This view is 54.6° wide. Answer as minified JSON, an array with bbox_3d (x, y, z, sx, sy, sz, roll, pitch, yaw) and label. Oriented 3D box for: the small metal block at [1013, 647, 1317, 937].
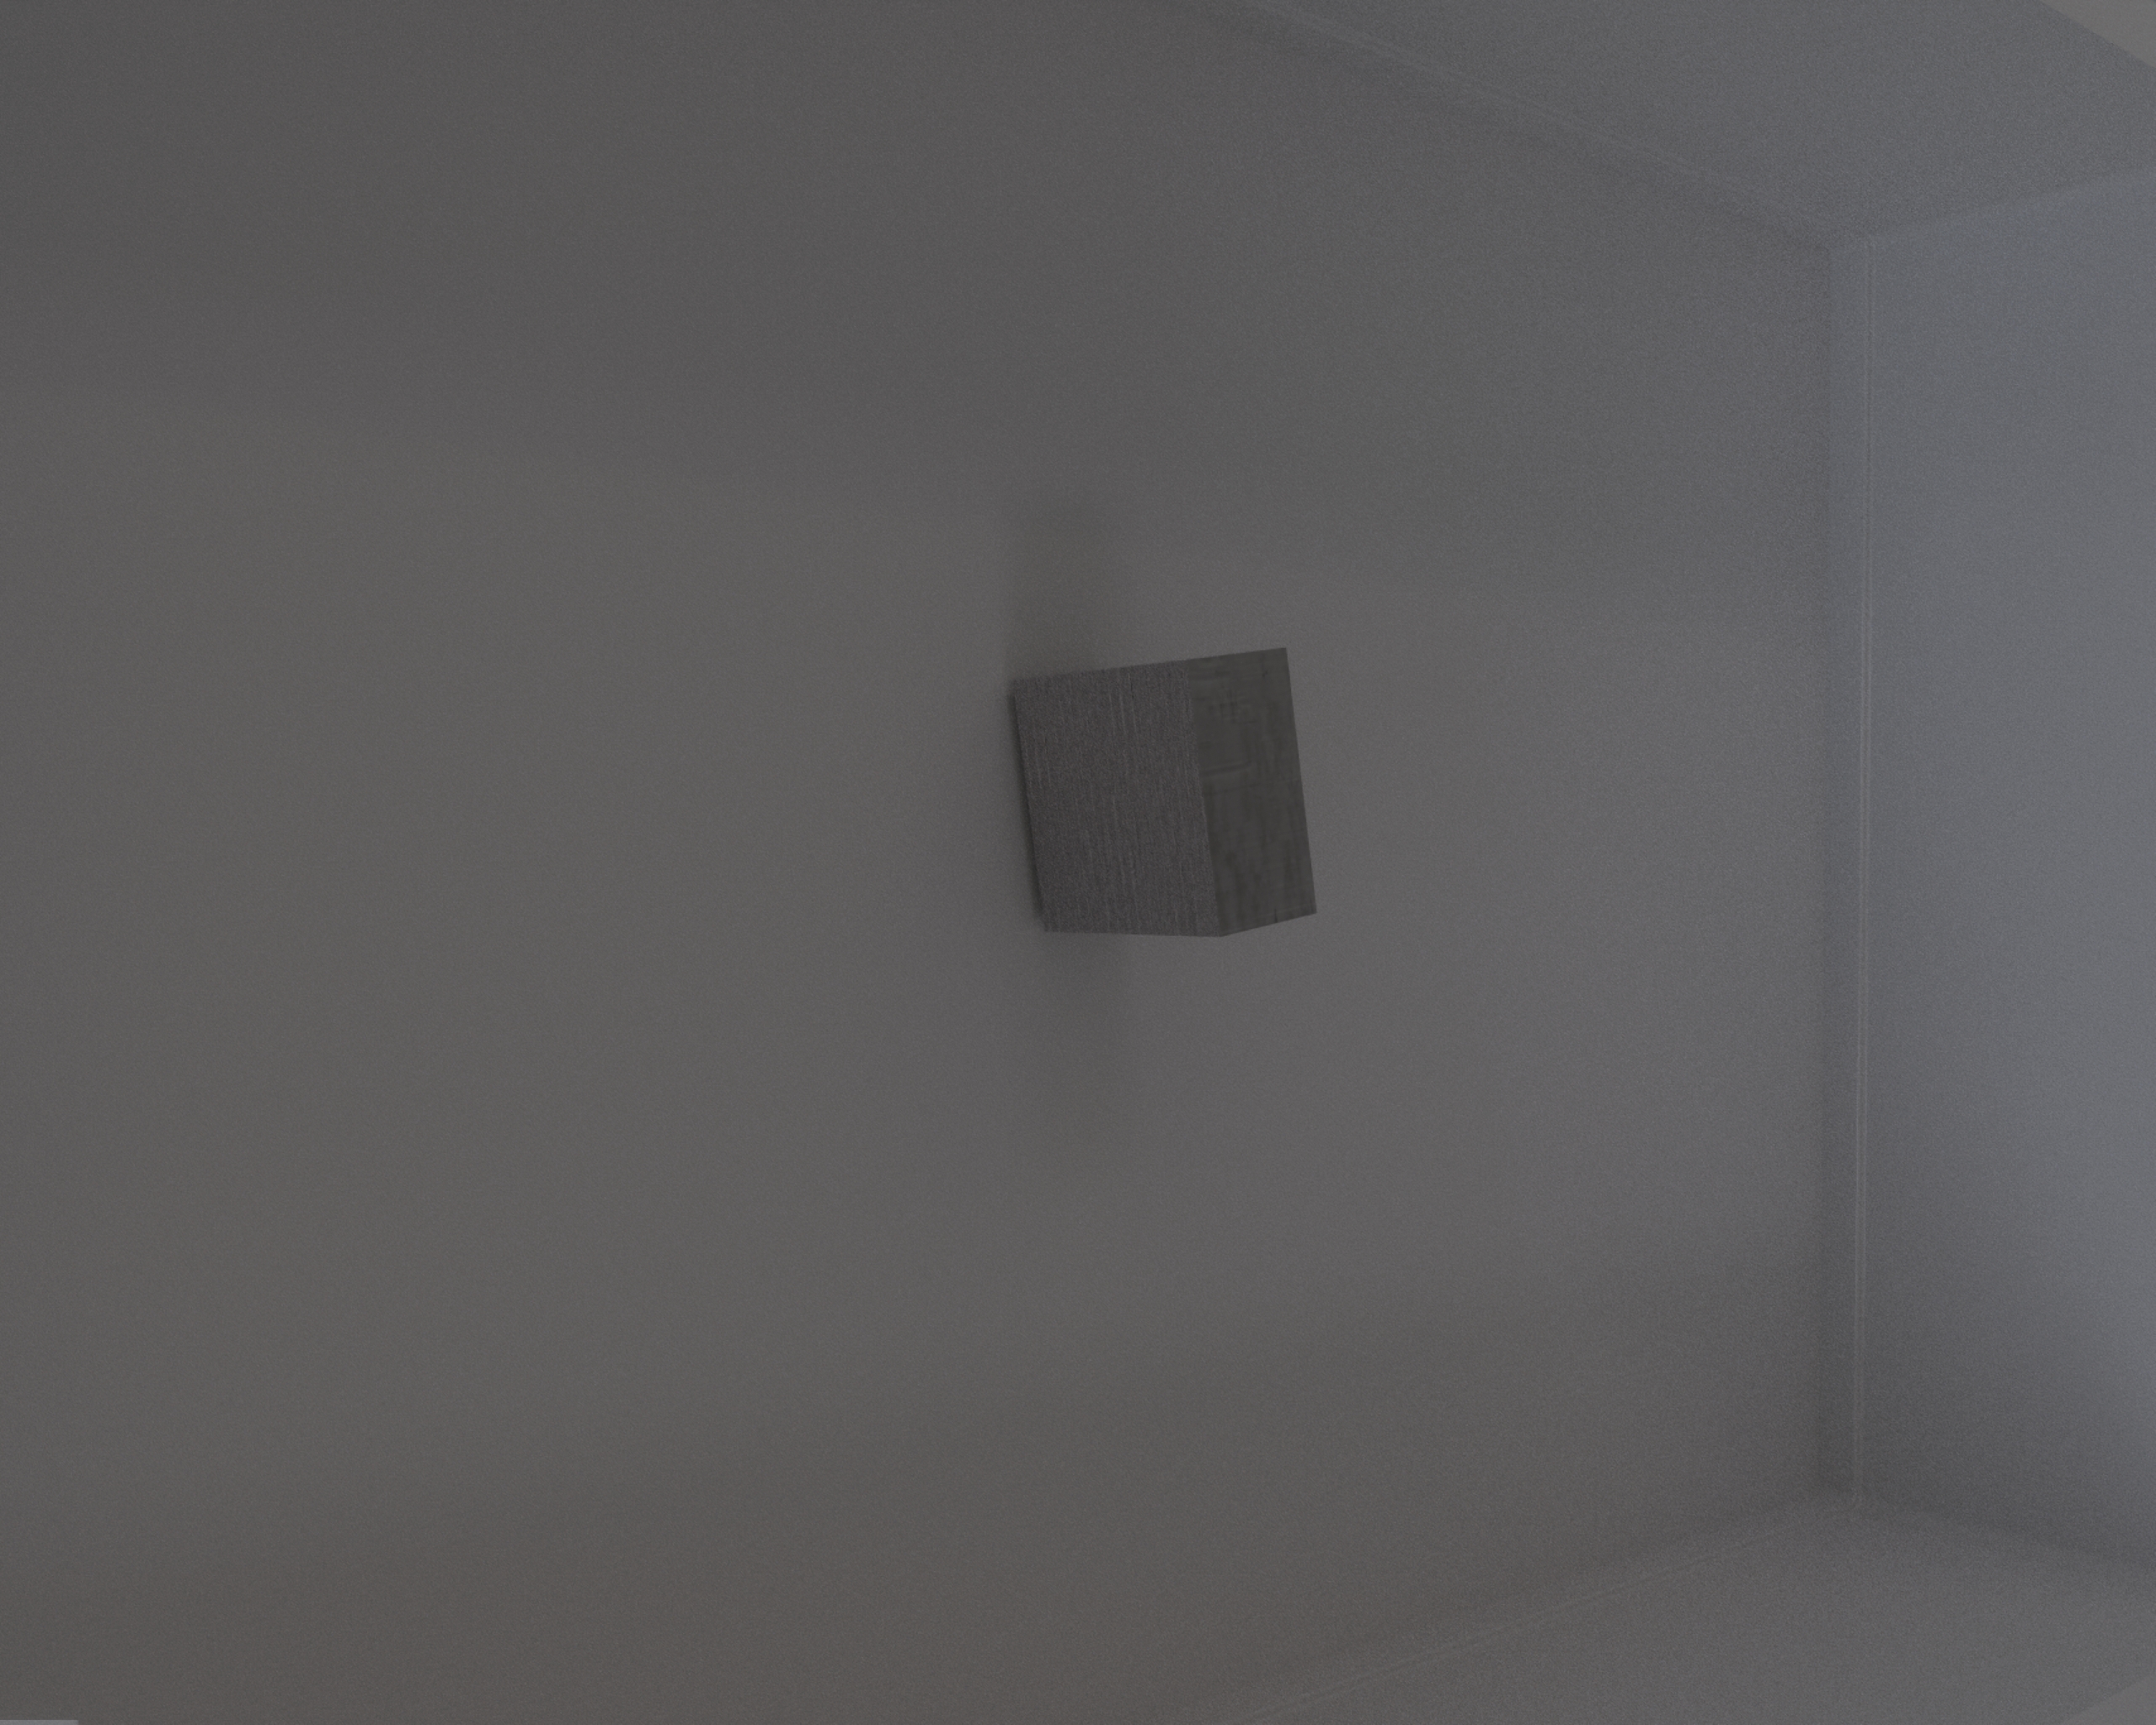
[{"bbox_3d":[0.016,-0.013,0.398,0.025,0.050,0.050,-11,97,-39],"label":"small metal block"}]
